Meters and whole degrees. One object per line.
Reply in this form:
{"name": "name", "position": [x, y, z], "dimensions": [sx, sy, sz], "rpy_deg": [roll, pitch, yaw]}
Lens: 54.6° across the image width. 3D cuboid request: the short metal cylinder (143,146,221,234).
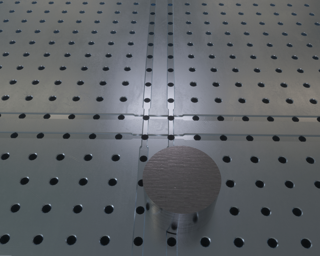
{"name": "short metal cylinder", "position": [0.022, 0.066, 0.336], "dimensions": [0.080, 0.050, 0.080], "rpy_deg": [0, 50, 0]}
